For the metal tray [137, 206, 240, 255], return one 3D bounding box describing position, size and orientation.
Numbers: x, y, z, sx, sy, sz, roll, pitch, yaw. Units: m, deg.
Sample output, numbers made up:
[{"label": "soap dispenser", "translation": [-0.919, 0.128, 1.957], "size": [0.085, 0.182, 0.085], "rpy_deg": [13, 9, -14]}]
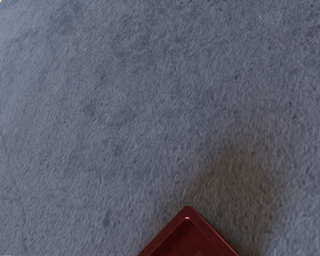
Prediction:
[{"label": "metal tray", "translation": [0.015, 0.153, 0.297], "size": [0.130, 0.030, 0.090], "rpy_deg": [-45, 51, -4]}]
